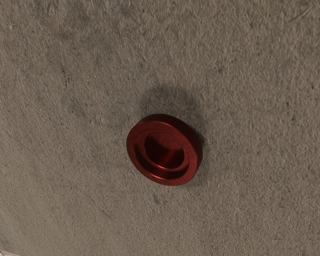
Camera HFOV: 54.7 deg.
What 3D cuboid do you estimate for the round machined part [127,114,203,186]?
[{"bbox_3d":[0.009,0.024,0.405,0.098,0.042,0.097,13,124,20],"label":"round machined part"}]
